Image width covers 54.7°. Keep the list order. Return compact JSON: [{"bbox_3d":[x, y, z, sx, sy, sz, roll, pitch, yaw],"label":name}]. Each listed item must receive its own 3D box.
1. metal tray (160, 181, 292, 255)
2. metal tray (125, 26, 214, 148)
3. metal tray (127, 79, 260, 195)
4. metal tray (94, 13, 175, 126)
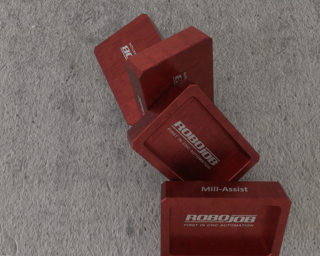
[{"bbox_3d":[0.066,0.103,0.338,0.131,0.089,0.030,0,26,0],"label":"metal tray"},{"bbox_3d":[0.018,-0.041,0.363,0.090,0.129,0.030,-31,52,-15],"label":"metal tray"},{"bbox_3d":[0.040,0.021,0.345,0.090,0.030,0.130,-45,116,3],"label":"metal tray"},{"bbox_3d":[-0.024,-0.076,0.415,0.090,0.030,0.130,-31,72,13],"label":"metal tray"}]
